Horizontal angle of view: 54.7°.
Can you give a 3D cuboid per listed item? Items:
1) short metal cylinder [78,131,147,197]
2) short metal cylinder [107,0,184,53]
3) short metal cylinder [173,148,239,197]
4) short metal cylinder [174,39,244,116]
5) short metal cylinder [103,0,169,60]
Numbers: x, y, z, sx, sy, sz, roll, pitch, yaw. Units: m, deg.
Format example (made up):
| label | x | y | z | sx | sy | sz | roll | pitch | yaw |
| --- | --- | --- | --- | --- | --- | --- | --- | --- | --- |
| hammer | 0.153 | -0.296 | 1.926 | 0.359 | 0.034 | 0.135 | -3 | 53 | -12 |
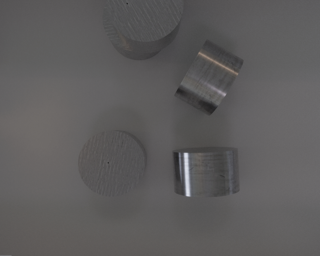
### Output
| label | x | y | z | sx | sy | sz | roll | pitch | yaw |
| --- | --- | --- | --- | --- | --- | --- | --- | --- | --- |
| short metal cylinder | -0.058 | 0.043 | 0.398 | 0.081 | 0.050 | 0.080 | 0 | 90 | 0 |
| short metal cylinder | -0.015 | -0.130 | 0.349 | 0.081 | 0.050 | 0.080 | 0 | 90 | 0 |
| short metal cylinder | 0.057 | 0.052 | 0.384 | 0.080 | 0.080 | 0.050 | -3 | 90 | 0 |
| short metal cylinder | 0.059 | -0.062 | 0.384 | 0.050 | 0.080 | 0.080 | 30 | 90 | 0 |
| short metal cylinder | -0.029 | -0.132 | 0.398 | 0.081 | 0.050 | 0.080 | 0 | 90 | 0 |
